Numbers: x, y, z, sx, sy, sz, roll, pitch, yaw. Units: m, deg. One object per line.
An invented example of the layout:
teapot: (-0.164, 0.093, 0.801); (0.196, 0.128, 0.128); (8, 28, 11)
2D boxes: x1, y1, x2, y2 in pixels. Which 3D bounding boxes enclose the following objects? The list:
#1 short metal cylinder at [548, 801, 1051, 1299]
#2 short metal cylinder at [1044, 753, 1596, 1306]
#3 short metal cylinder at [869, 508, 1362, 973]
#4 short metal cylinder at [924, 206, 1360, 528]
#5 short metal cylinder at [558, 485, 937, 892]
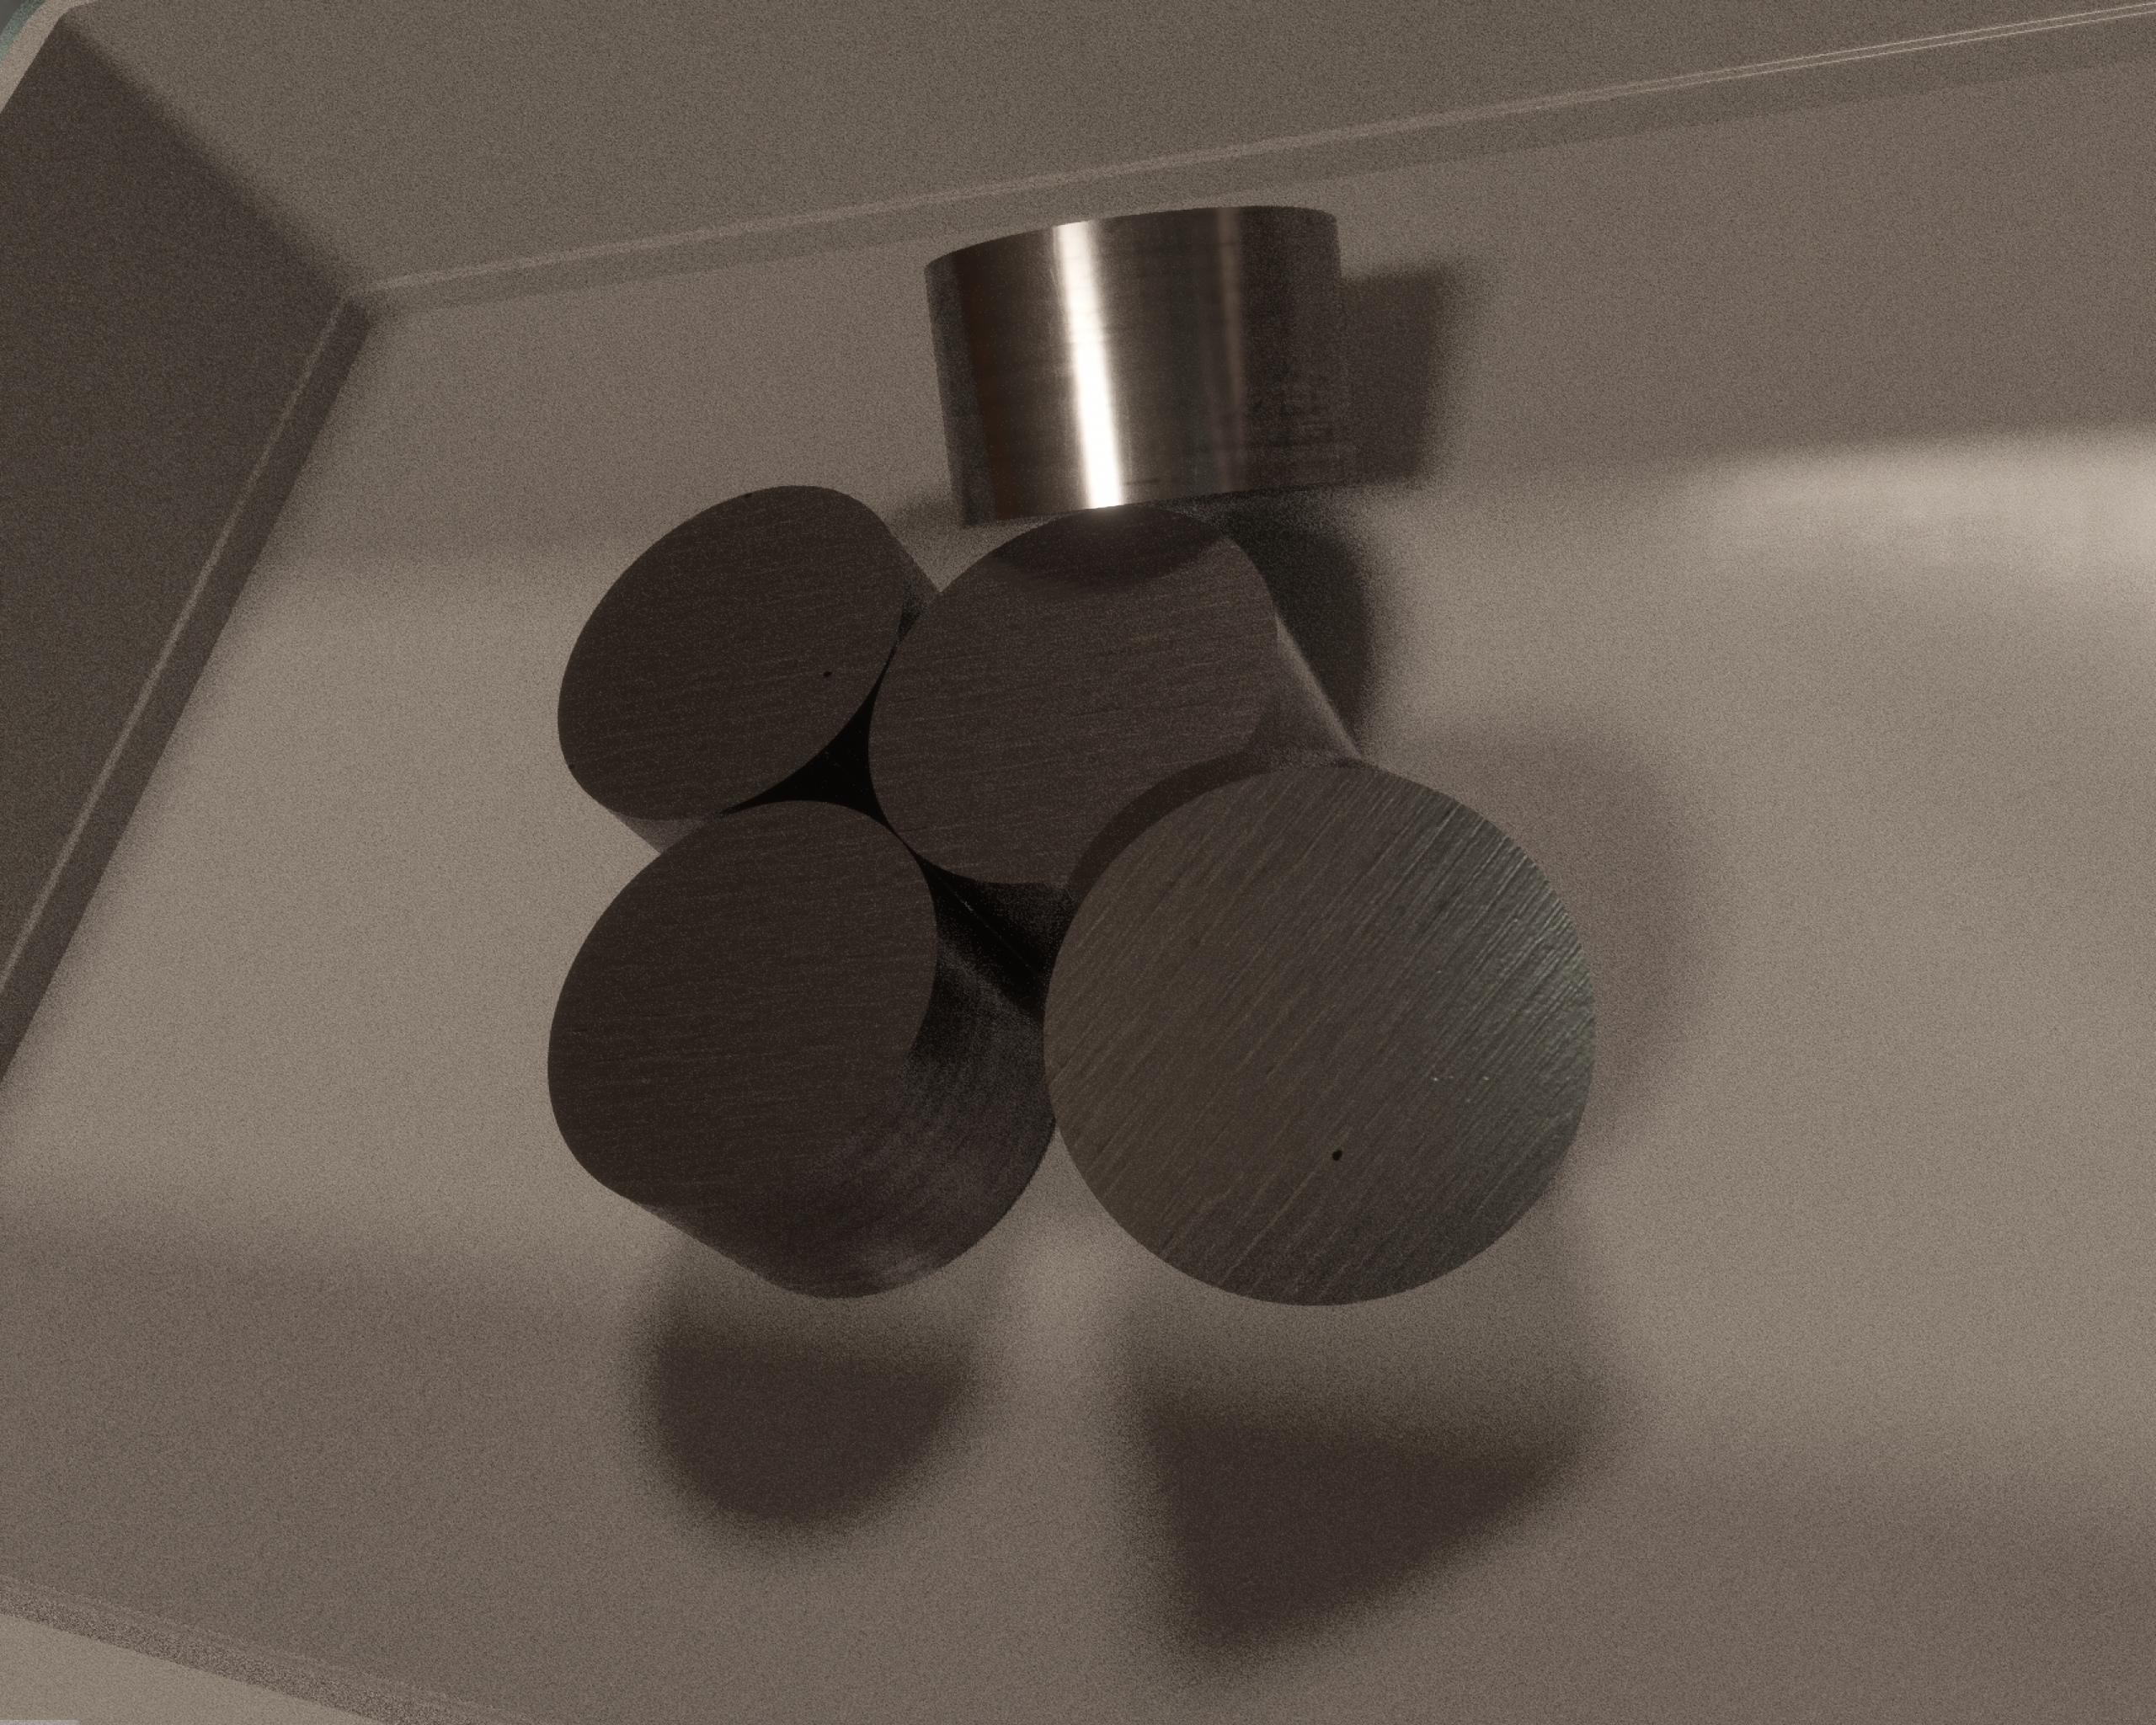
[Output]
short metal cylinder: (-0.050, 0.035, 0.390); (0.080, 0.050, 0.080); (-13, 56, 20)
short metal cylinder: (0.035, 0.023, 0.328); (0.081, 0.050, 0.079); (0, 96, -1)
short metal cylinder: (0.008, -0.020, 0.394); (0.080, 0.050, 0.080); (-13, 56, 20)
short metal cylinder: (0.013, -0.095, 0.409); (0.080, 0.080, 0.050); (-3, 99, 26)
short metal cylinder: (-0.060, -0.031, 0.436); (0.080, 0.050, 0.080); (-13, 56, 20)
